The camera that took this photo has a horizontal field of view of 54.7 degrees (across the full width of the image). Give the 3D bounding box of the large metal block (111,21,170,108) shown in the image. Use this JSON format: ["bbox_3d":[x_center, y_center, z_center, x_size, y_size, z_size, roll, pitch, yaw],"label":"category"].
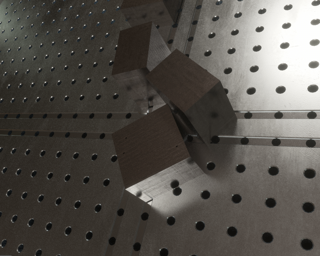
[{"bbox_3d":[-0.019,-0.086,0.435,0.050,0.080,0.080,-9,58,23],"label":"large metal block"}]

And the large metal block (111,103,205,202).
[{"bbox_3d":[-0.004,0.030,0.375,0.080,0.050,0.080,-28,52,10],"label":"large metal block"}]

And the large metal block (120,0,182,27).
[{"bbox_3d":[-0.011,-0.220,0.531,0.080,0.050,0.080,1,62,28],"label":"large metal block"}]

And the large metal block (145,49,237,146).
[{"bbox_3d":[0.039,-0.036,0.374,0.050,0.080,0.080,-42,51,-1],"label":"large metal block"}]
